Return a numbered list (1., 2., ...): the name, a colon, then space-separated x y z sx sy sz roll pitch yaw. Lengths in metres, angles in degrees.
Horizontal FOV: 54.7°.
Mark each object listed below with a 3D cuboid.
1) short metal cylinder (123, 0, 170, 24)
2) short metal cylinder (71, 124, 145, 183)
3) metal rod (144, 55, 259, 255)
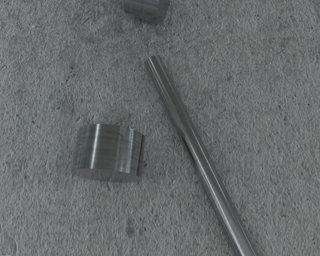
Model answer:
1. short metal cylinder: -0.015 -0.199 0.452 0.050 0.080 0.080 17 71 6
2. short metal cylinder: -0.060 0.033 0.367 0.080 0.080 0.050 4 70 1
3. metal rod: 0.048 0.033 0.396 0.025 0.025 0.299 -22 72 -8
